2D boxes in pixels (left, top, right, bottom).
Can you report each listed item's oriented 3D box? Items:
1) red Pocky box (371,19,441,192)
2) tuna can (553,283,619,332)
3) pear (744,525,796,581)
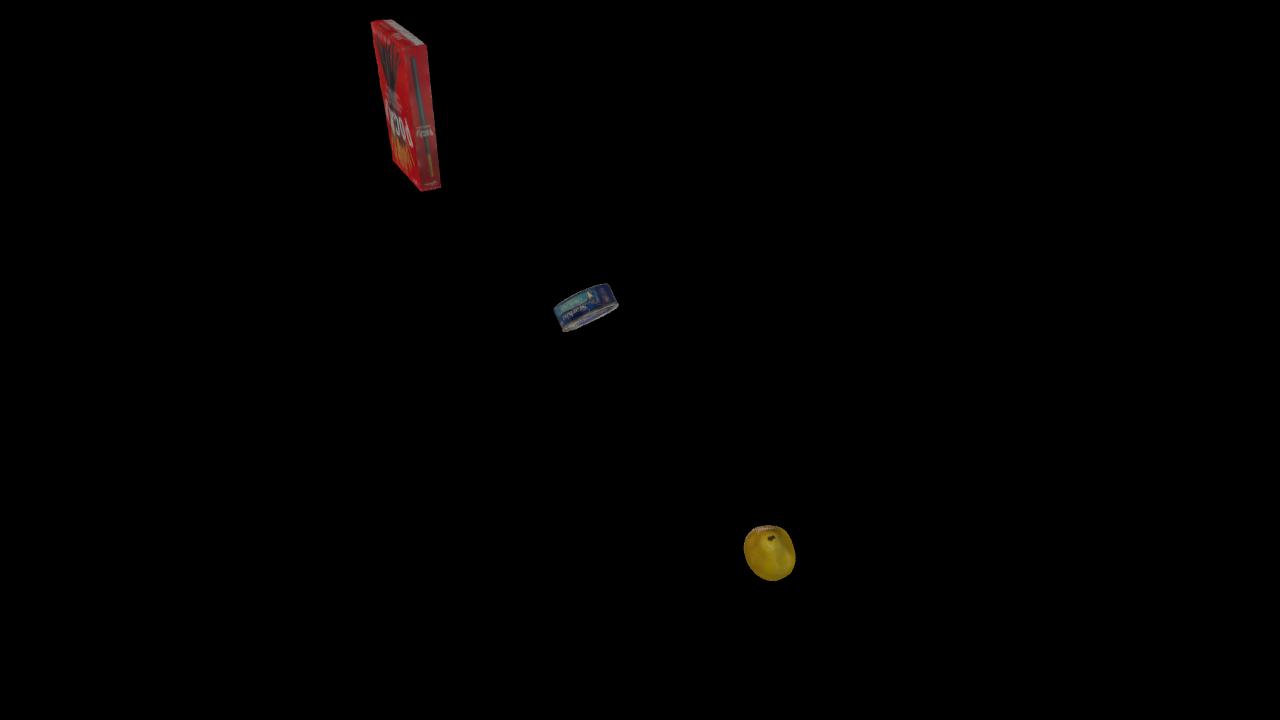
[{"bbox_3d":[-0.249,-0.269,0.660,0.028,0.155,0.083,-25,52,-31],"label":"red Pocky box"},{"bbox_3d":[-0.072,-0.070,0.823,0.084,0.034,0.084,-25,-1,-1],"label":"tuna can"},{"bbox_3d":[0.185,0.268,0.891,0.080,0.080,0.111,0,-43,19],"label":"pear"}]
